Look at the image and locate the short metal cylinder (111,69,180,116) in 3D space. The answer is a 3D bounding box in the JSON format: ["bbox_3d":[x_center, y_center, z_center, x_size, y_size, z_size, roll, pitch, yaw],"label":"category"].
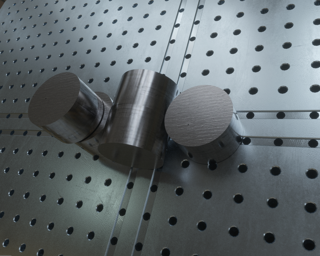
[{"bbox_3d":[-0.019,-0.032,0.403,0.080,0.080,0.050,1,63,29],"label":"short metal cylinder"}]

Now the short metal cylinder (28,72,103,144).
[{"bbox_3d":[-0.123,-0.026,0.406,0.080,0.050,0.080,-13,56,21],"label":"short metal cylinder"}]

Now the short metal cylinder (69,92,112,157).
[{"bbox_3d":[-0.089,-0.005,0.442,0.080,0.050,0.080,-13,56,21],"label":"short metal cylinder"}]

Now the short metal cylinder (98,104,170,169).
[{"bbox_3d":[-0.030,0.013,0.381,0.080,0.080,0.050,-1,62,28],"label":"short metal cylinder"}]

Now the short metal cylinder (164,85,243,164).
[{"bbox_3d":[0.052,-0.004,0.366,0.080,0.050,0.080,-13,56,21],"label":"short metal cylinder"}]
